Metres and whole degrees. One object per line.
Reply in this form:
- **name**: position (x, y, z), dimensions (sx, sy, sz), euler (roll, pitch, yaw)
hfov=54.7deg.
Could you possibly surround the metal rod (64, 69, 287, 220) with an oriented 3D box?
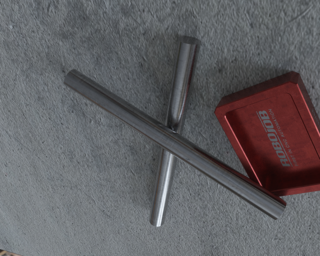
- **metal rod**: position (0.010, 0.014, 0.374), dimensions (0.301, 0.025, 0.025), euler (32, 128, 9)

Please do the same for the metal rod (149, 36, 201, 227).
- **metal rod**: position (0.013, 0.028, 0.415), dimensions (0.025, 0.025, 0.298), euler (20, 126, 16)

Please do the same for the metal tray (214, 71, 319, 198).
- **metal tray**: position (0.130, 0.014, 0.342), dimensions (0.090, 0.030, 0.130), euler (-20, 108, 35)
